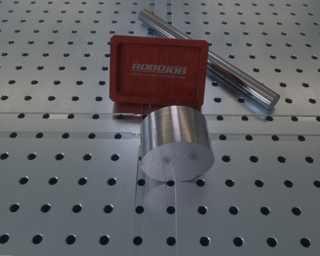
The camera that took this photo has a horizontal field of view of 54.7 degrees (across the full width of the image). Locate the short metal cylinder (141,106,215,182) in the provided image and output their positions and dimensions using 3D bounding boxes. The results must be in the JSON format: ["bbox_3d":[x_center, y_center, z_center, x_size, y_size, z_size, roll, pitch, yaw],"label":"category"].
[{"bbox_3d":[0.018,0.020,0.355,0.081,0.080,0.050,-3,50,-2],"label":"short metal cylinder"}]

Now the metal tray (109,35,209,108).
[{"bbox_3d":[-0.002,-0.079,0.431,0.131,0.089,0.030,4,14,3],"label":"metal tray"}]

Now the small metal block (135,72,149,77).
[{"bbox_3d":[-0.017,-0.089,0.482,0.050,0.025,0.050,5,50,4],"label":"small metal block"}]

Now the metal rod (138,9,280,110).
[{"bbox_3d":[0.066,-0.124,0.512,0.025,0.025,0.300,-33,57,-24],"label":"metal rod"}]

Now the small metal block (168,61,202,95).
[{"bbox_3d":[0.038,-0.078,0.473,0.050,0.025,0.050,4,50,3],"label":"small metal block"}]
